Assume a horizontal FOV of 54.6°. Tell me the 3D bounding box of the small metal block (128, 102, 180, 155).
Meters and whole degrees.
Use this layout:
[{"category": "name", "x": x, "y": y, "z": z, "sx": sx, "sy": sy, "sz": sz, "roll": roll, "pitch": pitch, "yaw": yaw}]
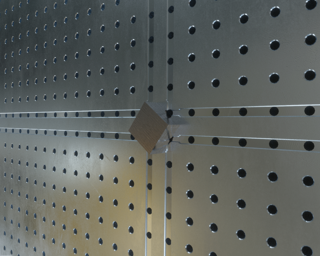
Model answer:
[{"category": "small metal block", "x": -0.009, "y": 0.000, "z": 0.418, "sx": 0.050, "sy": 0.025, "sz": 0.050, "roll": 46, "pitch": 118, "yaw": 30}]
